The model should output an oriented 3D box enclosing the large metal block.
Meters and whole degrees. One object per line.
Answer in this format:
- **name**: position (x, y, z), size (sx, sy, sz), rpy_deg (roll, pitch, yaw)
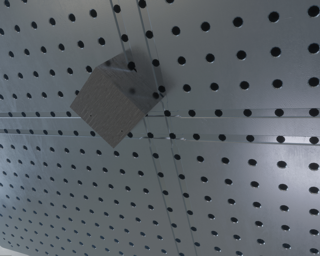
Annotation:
- **large metal block**: position (-0.058, -0.033, 0.406), size (0.080, 0.050, 0.080), rpy_deg (44, 129, -3)
